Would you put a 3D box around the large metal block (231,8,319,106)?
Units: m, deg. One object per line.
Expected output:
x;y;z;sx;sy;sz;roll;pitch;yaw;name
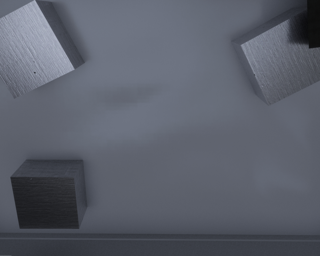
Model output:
0.143;-0.085;0.368;0.080;0.050;0.080;-28;108;10;large metal block

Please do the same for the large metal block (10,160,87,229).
-0.150;0.091;0.430;0.081;0.050;0.079;0;110;0;large metal block

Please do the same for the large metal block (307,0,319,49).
0.202;-0.111;0.303;0.081;0.080;0.050;-18;105;-41;large metal block

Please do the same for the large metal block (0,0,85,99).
-0.149;-0.092;0.363;0.080;0.050;0.080;-24;109;8;large metal block
